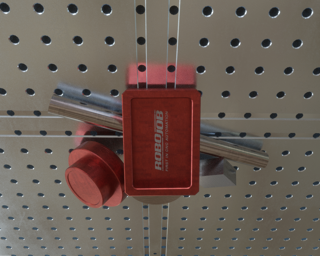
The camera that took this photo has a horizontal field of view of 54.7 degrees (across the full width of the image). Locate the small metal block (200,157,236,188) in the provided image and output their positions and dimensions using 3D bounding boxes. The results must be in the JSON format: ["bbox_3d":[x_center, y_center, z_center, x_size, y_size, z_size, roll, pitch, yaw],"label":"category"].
[{"bbox_3d":[0.078,0.066,0.449,0.050,0.025,0.050,-11,148,30],"label":"small metal block"}]

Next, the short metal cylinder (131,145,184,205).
[{"bbox_3d":[-0.005,0.066,0.446,0.081,0.050,0.079,0,130,0],"label":"short metal cylinder"}]

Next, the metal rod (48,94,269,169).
[{"bbox_3d":[0.008,0.009,0.414,0.302,0.025,0.025,15,129,-13],"label":"metal rod"}]

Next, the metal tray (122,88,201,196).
[{"bbox_3d":[0.002,0.017,0.379,0.091,0.030,0.129,-1,101,-1],"label":"metal tray"}]

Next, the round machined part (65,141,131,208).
[{"bbox_3d":[-0.090,0.070,0.424,0.098,0.042,0.097,20,130,26],"label":"round machined part"}]
